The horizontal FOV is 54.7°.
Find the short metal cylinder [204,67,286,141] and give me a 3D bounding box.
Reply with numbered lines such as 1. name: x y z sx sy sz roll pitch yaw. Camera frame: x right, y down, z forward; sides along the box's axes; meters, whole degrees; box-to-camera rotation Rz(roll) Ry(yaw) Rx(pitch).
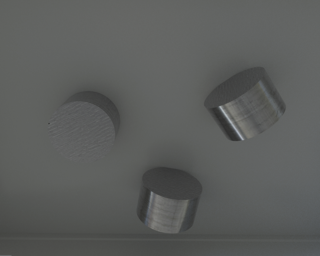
1. short metal cylinder: 0.101 -0.029 0.372 0.080 0.080 0.050 -33 107 11

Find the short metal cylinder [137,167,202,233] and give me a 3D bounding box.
1. short metal cylinder: 0.012 0.095 0.417 0.081 0.080 0.050 9 110 -4

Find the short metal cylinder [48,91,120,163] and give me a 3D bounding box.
1. short metal cylinder: -0.094 -0.002 0.396 0.081 0.050 0.079 0 110 0
